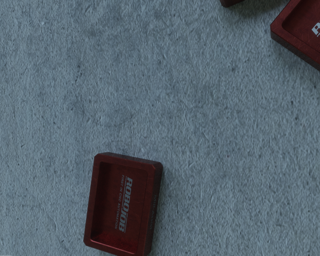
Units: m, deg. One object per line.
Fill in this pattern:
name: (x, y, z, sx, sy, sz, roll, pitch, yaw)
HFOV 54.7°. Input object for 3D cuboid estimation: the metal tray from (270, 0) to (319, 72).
metal tray: (0.197, -0.133, 0.336, 0.090, 0.030, 0.130, 42, 103, 15)

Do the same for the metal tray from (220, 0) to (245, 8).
metal tray: (0.099, -0.225, 0.371, 0.090, 0.030, 0.129, -18, 84, 19)

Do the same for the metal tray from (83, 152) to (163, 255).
metal tray: (-0.051, 0.104, 0.424, 0.090, 0.030, 0.129, 9, 93, 19)
